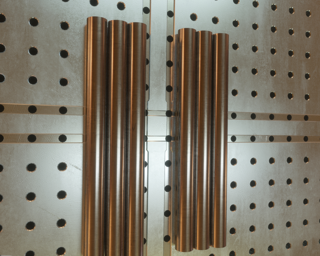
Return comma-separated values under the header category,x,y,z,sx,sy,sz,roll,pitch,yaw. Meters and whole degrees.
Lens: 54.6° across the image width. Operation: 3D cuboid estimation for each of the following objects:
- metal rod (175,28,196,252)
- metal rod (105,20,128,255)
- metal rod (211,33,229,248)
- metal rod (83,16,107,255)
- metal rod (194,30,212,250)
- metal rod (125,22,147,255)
category,x,y,z,sx,sy,sz,roll,pitch,yaw
metal rod,0.035,0.016,0.425,0.025,0.025,0.298,1,90,-20
metal rod,-0.055,0.017,0.391,0.025,0.025,0.298,1,90,-20
metal rod,0.084,0.017,0.443,0.025,0.025,0.298,1,90,-20
metal rod,-0.080,0.016,0.382,0.025,0.025,0.298,1,90,-20
metal rod,0.059,0.017,0.433,0.025,0.025,0.298,1,90,-20
metal rod,-0.032,0.017,0.400,0.025,0.025,0.298,1,90,-20
